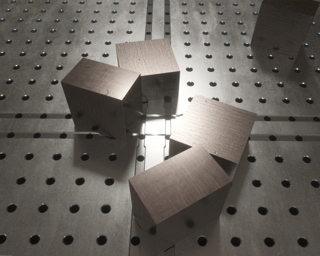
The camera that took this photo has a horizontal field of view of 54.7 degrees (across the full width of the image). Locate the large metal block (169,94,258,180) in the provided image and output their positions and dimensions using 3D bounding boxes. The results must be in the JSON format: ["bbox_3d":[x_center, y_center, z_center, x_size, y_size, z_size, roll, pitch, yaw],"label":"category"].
[{"bbox_3d":[0.064,0.013,0.381,0.080,0.050,0.080,21,53,16],"label":"large metal block"}]

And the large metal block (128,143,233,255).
[{"bbox_3d":[0.018,0.072,0.311,0.081,0.080,0.050,-25,55,-20],"label":"large metal block"}]

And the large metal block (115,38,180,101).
[{"bbox_3d":[-0.020,-0.087,0.464,0.081,0.050,0.080,-9,51,-8],"label":"large metal block"}]

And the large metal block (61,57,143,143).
[{"bbox_3d":[-0.070,-0.035,0.401,0.080,0.080,0.050,17,52,14],"label":"large metal block"}]

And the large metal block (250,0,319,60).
[{"bbox_3d":[0.208,-0.173,0.520,0.080,0.080,0.050,24,54,18],"label":"large metal block"}]
